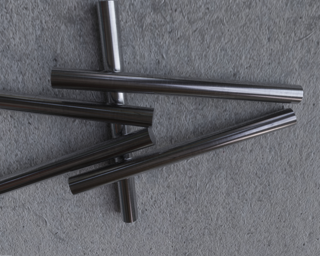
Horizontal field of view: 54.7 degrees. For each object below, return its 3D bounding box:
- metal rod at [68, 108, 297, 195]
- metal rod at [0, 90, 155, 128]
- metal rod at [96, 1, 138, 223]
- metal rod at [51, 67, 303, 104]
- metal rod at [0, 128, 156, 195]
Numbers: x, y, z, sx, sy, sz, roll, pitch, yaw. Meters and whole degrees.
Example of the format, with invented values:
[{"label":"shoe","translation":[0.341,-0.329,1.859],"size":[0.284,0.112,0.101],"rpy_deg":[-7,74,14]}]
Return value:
[{"label":"metal rod","translation":[0.030,0.030,0.406],"size":[0.302,0.025,0.025],"rpy_deg":[-18,110,-1]},{"label":"metal rod","translation":[-0.158,-0.030,0.383],"size":[0.302,0.025,0.025],"rpy_deg":[7,110,3]},{"label":"metal rod","translation":[-0.053,-0.006,0.408],"size":[0.025,0.025,0.298],"rpy_deg":[-3,110,1]},{"label":"metal rod","translation":[0.027,-0.050,0.375],"size":[0.302,0.025,0.025],"rpy_deg":[3,110,-8]},{"label":"metal rod","translation":[-0.149,0.057,0.415],"size":[0.301,0.025,0.025],"rpy_deg":[-19,109,12]}]
